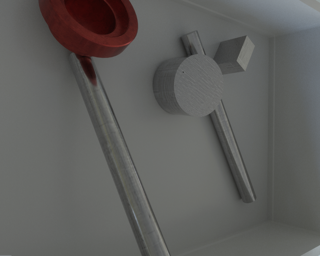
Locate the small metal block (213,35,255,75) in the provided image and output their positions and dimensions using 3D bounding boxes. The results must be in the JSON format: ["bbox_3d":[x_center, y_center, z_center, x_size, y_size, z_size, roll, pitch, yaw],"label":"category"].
[{"bbox_3d":[0.115,-0.114,0.489,0.025,0.050,0.050,39,66,-34],"label":"small metal block"}]

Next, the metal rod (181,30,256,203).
[{"bbox_3d":[0.099,-0.006,0.491,0.025,0.025,0.299,-37,113,-34],"label":"metal rod"}]

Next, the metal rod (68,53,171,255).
[{"bbox_3d":[-0.030,0.056,0.303,0.025,0.025,0.299,-12,73,-40],"label":"metal rod"}]

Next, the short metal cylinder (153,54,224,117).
[{"bbox_3d":[0.038,-0.056,0.416,0.081,0.050,0.079,-4,98,-31],"label":"short metal cylinder"}]

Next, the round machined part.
[{"bbox_3d":[-0.075,-0.114,0.319,0.099,0.042,0.098,20,55,-31],"label":"round machined part"}]
